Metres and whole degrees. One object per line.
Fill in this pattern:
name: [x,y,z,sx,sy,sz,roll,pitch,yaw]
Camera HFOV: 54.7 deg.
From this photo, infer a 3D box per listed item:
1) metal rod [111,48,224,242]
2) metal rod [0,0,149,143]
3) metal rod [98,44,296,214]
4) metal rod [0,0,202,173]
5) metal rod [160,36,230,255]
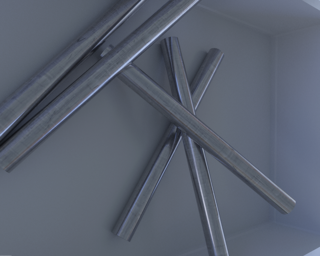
metal rod: [0.020,0.007,0.423,0.025,0.025,0.300,43,64,-32]
metal rod: [-0.099,-0.067,0.322,0.025,0.025,0.301,52,60,-28]
metal rod: [0.051,0.008,0.379,0.300,0.025,0.025,39,64,-9]
metal rod: [-0.048,-0.070,0.330,0.301,0.025,0.025,-46,118,-18]
metal rod: [0.044,0.027,0.400,0.025,0.025,0.298,-7,81,-40]
